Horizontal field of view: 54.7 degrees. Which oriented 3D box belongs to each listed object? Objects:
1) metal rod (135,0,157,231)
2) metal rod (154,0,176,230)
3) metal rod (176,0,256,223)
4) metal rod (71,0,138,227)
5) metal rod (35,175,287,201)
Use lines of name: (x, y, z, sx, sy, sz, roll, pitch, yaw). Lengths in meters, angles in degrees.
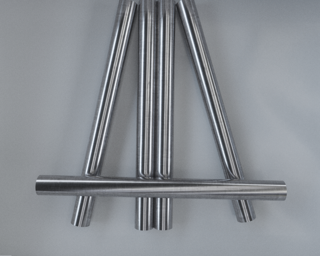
metal rod: (-0.018, -0.017, 0.410, 0.025, 0.025, 0.298, 1, 90, 0)
metal rod: (0.006, -0.018, 0.410, 0.025, 0.025, 0.298, 1, 90, 0)
metal rod: (0.074, -0.023, 0.411, 0.025, 0.025, 0.298, -16, 90, 0)
metal rod: (-0.073, -0.020, 0.410, 0.025, 0.025, 0.298, 12, 90, 0)
metal rod: (0.002, 0.074, 0.384, 0.302, 0.025, 0.025, 1, 90, 0)
